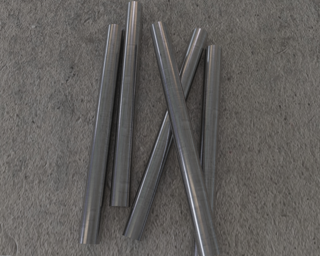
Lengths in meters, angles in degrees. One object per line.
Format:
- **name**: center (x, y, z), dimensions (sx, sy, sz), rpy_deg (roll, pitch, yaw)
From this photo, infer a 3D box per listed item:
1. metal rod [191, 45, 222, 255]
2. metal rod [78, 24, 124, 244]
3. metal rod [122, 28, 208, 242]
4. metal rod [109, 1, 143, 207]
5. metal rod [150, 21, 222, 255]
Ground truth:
- **metal rod**: center (0.062, 0.027, 0.398), dimensions (0.025, 0.025, 0.299), rpy_deg (6, 70, 2)
- **metal rod**: center (-0.074, -0.006, 0.409), dimensions (0.025, 0.025, 0.299), rpy_deg (3, 70, 1)
- **metal rod**: center (0.013, -0.006, 0.409), dimensions (0.025, 0.025, 0.299), rpy_deg (17, 71, 6)
- **metal rod**: center (-0.044, -0.045, 0.424), dimensions (0.025, 0.025, 0.299), rpy_deg (2, 70, 1)
- **metal rod**: center (0.026, -0.002, 0.381), dimensions (0.025, 0.025, 0.299), rpy_deg (-10, 70, -4)
